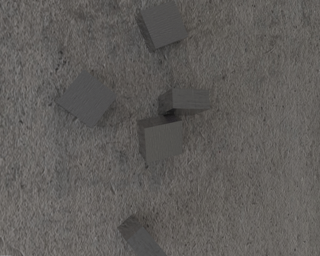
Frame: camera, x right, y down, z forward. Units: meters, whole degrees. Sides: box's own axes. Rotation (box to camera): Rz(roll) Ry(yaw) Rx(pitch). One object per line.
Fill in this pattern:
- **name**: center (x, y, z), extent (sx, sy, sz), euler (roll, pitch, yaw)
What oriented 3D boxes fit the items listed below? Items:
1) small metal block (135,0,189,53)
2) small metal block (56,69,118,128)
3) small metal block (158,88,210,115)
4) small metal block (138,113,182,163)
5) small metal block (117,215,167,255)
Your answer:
- **small metal block**: center (0.002, -0.134, 0.409), extent (0.050, 0.025, 0.050), euler (-25, 99, -18)
- **small metal block**: center (-0.089, -0.035, 0.376), extent (0.050, 0.025, 0.050), euler (39, 78, -16)
- **small metal block**: center (0.030, -0.033, 0.405), extent (0.050, 0.050, 0.025), euler (0, 83, -20)
- **small metal block**: center (0.001, 0.012, 0.399), extent (0.050, 0.025, 0.050), euler (-12, 119, -20)
- **small metal block**: center (-0.024, 0.142, 0.387), extent (0.025, 0.050, 0.050), euler (-40, 103, -15)
